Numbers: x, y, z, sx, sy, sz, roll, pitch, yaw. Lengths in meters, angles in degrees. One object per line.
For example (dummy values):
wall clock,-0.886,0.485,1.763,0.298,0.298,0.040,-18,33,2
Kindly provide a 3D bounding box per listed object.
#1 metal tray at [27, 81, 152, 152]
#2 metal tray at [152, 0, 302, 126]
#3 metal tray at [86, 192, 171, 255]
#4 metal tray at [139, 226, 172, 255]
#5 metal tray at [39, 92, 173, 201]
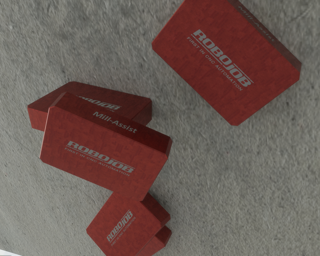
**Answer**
metal tray,-0.087,-0.019,0.396,0.130,0.090,0.030,15,124,19
metal tray,0.066,-0.075,0.322,0.130,0.030,0.090,44,129,-3
metal tray,-0.054,0.154,0.494,0.090,0.030,0.129,44,117,15
metal tray,-0.050,0.190,0.546,0.090,0.030,0.129,40,129,0
metal tray,-0.063,0.025,0.350,0.131,0.030,0.089,24,129,-5
